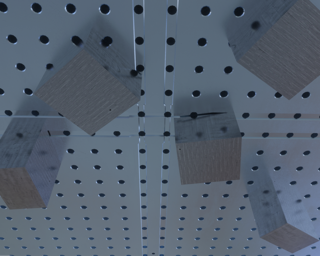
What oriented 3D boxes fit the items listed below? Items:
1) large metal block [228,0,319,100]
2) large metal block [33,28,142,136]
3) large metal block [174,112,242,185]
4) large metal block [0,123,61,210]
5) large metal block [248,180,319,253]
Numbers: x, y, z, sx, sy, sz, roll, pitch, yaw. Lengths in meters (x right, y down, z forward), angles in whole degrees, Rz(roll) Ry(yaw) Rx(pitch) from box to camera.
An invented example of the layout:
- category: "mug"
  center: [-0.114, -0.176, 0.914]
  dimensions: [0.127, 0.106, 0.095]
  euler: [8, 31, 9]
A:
- category: "large metal block"
  center: [0.133, -0.089, 0.322]
  dimensions: [0.080, 0.050, 0.080]
  euler: [29, 124, -23]
- category: "large metal block"
  center: [-0.078, -0.049, 0.352]
  dimensions: [0.080, 0.050, 0.080]
  euler: [-33, 123, 24]
- category: "large metal block"
  center: [0.064, 0.029, 0.421]
  dimensions: [0.080, 0.050, 0.080]
  euler: [-6, 130, 4]
- category: "large metal block"
  center: [-0.179, 0.051, 0.417]
  dimensions: [0.050, 0.080, 0.079]
  euler: [-4, 130, 3]
- category: "large metal block"
  center: [0.197, 0.143, 0.501]
  dimensions: [0.080, 0.080, 0.050]
  euler: [31, 123, -24]
